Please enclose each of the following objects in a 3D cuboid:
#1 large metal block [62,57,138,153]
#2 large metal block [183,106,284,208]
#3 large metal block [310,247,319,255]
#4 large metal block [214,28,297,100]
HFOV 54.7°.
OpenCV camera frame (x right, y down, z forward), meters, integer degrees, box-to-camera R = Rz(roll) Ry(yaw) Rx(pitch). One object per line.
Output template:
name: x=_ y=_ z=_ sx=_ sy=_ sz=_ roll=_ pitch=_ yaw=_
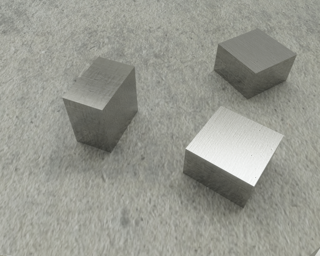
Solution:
large metal block: x=-0.070 y=-0.029 z=0.391 sx=0.050 sy=0.080 sz=0.080 roll=18 pitch=52 yaw=14
large metal block: x=0.084 y=0.031 z=0.362 sx=0.080 sy=0.050 sz=0.080 roll=29 pitch=55 yaw=21
large metal block: x=0.115 y=0.151 z=0.242 sx=0.080 sy=0.080 sz=0.050 roll=-37 pitch=60 yaw=-27
large metal block: x=0.142 y=-0.100 z=0.473 sx=0.081 sy=0.050 sz=0.080 roll=-25 pitch=55 yaw=-20
